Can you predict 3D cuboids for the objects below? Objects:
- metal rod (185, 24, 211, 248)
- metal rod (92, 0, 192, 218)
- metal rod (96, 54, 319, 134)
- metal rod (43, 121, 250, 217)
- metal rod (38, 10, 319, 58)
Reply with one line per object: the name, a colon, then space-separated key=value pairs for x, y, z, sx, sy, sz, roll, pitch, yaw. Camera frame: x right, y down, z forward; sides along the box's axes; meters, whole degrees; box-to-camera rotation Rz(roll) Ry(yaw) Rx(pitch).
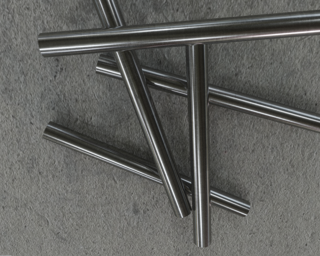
metal rod: x=0.050 y=0.022 z=0.390 sx=0.025 sy=0.025 sz=0.298 roll=-4 pitch=110 yaw=1
metal rod: x=-0.016 y=-0.018 z=0.375 sx=0.025 sy=0.025 sz=0.298 roll=-18 pitch=109 yaw=6
metal rod: x=0.070 y=-0.042 z=0.394 sx=0.302 sy=0.025 sz=0.025 roll=14 pitch=110 yaw=-6
metal rod: x=-0.012 y=0.060 z=0.431 sx=0.302 sy=0.025 sz=0.025 roll=23 pitch=108 yaw=-9
metal rod: x=0.029 y=-0.097 z=0.318 sx=0.302 sy=0.025 sz=0.025 roll=-4 pitch=110 yaw=1
